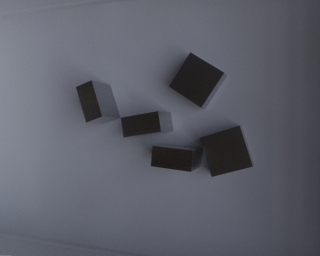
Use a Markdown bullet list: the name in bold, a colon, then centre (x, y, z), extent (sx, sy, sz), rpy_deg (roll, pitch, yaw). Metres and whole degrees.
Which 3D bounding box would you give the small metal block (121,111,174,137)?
- **small metal block**: centre (-0.015, -0.004, 0.403), extent (0.050, 0.050, 0.025), rpy_deg (-9, 87, 20)

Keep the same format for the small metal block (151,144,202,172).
- **small metal block**: centre (0.022, 0.036, 0.389), extent (0.050, 0.050, 0.025), rpy_deg (6, 92, 20)

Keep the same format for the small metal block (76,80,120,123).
- **small metal block**: centre (-0.084, -0.035, 0.427), extent (0.025, 0.050, 0.050), rpy_deg (-20, 84, 19)

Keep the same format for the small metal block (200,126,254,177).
- **small metal block**: centre (0.083, 0.028, 0.381), extent (0.050, 0.025, 0.050), rpy_deg (-18, 84, 19)

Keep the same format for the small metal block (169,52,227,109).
- **small metal block**: centre (0.048, -0.059, 0.393), extent (0.050, 0.025, 0.050), rpy_deg (36, 101, 16)
